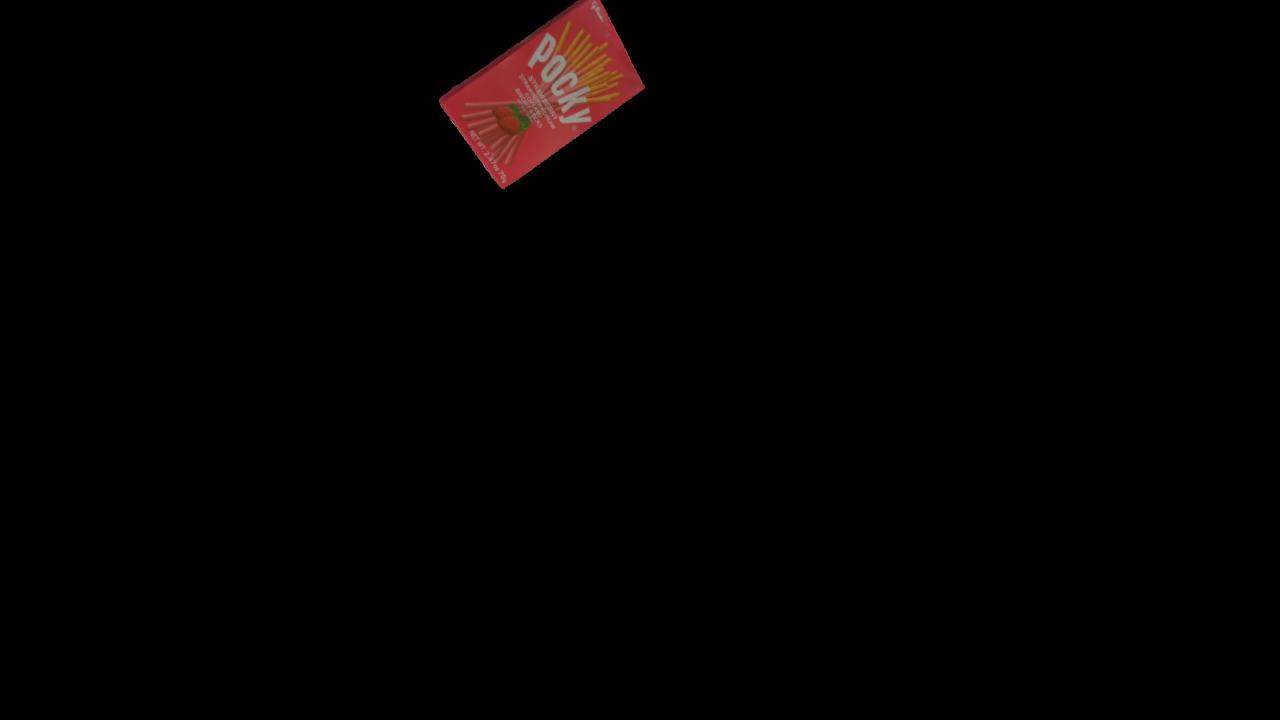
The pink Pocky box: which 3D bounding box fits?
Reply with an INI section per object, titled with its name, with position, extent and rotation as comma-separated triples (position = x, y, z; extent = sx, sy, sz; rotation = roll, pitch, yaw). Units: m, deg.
[pink Pocky box]
position = -0.080, -0.224, 0.516
extent = 0.155, 0.084, 0.029
rotation = -36, 34, -1
